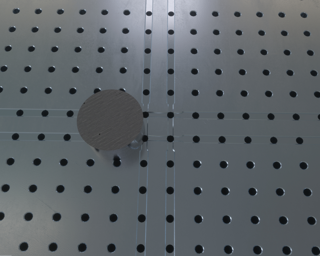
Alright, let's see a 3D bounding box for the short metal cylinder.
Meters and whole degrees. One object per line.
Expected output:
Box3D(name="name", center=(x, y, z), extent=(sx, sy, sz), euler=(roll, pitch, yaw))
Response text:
Box3D(name="short metal cylinder", center=(-0.060, -0.003, 0.399), extent=(0.080, 0.050, 0.080), euler=(0, 70, 0))
